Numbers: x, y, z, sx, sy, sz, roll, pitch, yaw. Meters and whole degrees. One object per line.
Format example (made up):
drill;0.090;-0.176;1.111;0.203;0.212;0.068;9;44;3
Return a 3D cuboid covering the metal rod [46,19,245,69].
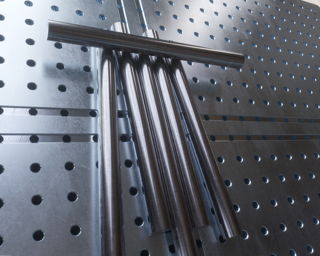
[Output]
metal rod;-0.002;-0.115;0.444;0.302;0.025;0.025;2;61;-27

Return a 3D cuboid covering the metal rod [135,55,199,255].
metal rod;0.005;0.031;0.391;0.025;0.025;0.299;1;62;-28

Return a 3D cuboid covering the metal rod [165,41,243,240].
metal rod;0.050;0.000;0.435;0.025;0.025;0.299;-2;63;-29

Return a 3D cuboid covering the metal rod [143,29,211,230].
metal rod;0.016;-0.015;0.427;0.025;0.025;0.299;1;61;-28

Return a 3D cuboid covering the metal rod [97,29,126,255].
metal rod;-0.062;-0.002;0.374;0.025;0.025;0.299;7;59;-25

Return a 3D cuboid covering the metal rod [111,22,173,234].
metal rod;-0.030;-0.018;0.403;0.025;0.025;0.299;1;61;-28
